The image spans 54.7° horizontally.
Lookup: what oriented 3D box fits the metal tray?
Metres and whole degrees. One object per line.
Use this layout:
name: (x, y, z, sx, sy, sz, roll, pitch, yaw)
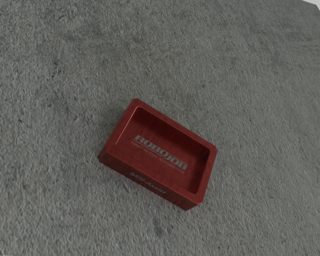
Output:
metal tray: (0.002, 0.032, 0.385, 0.130, 0.030, 0.090, 31, 51, -8)
